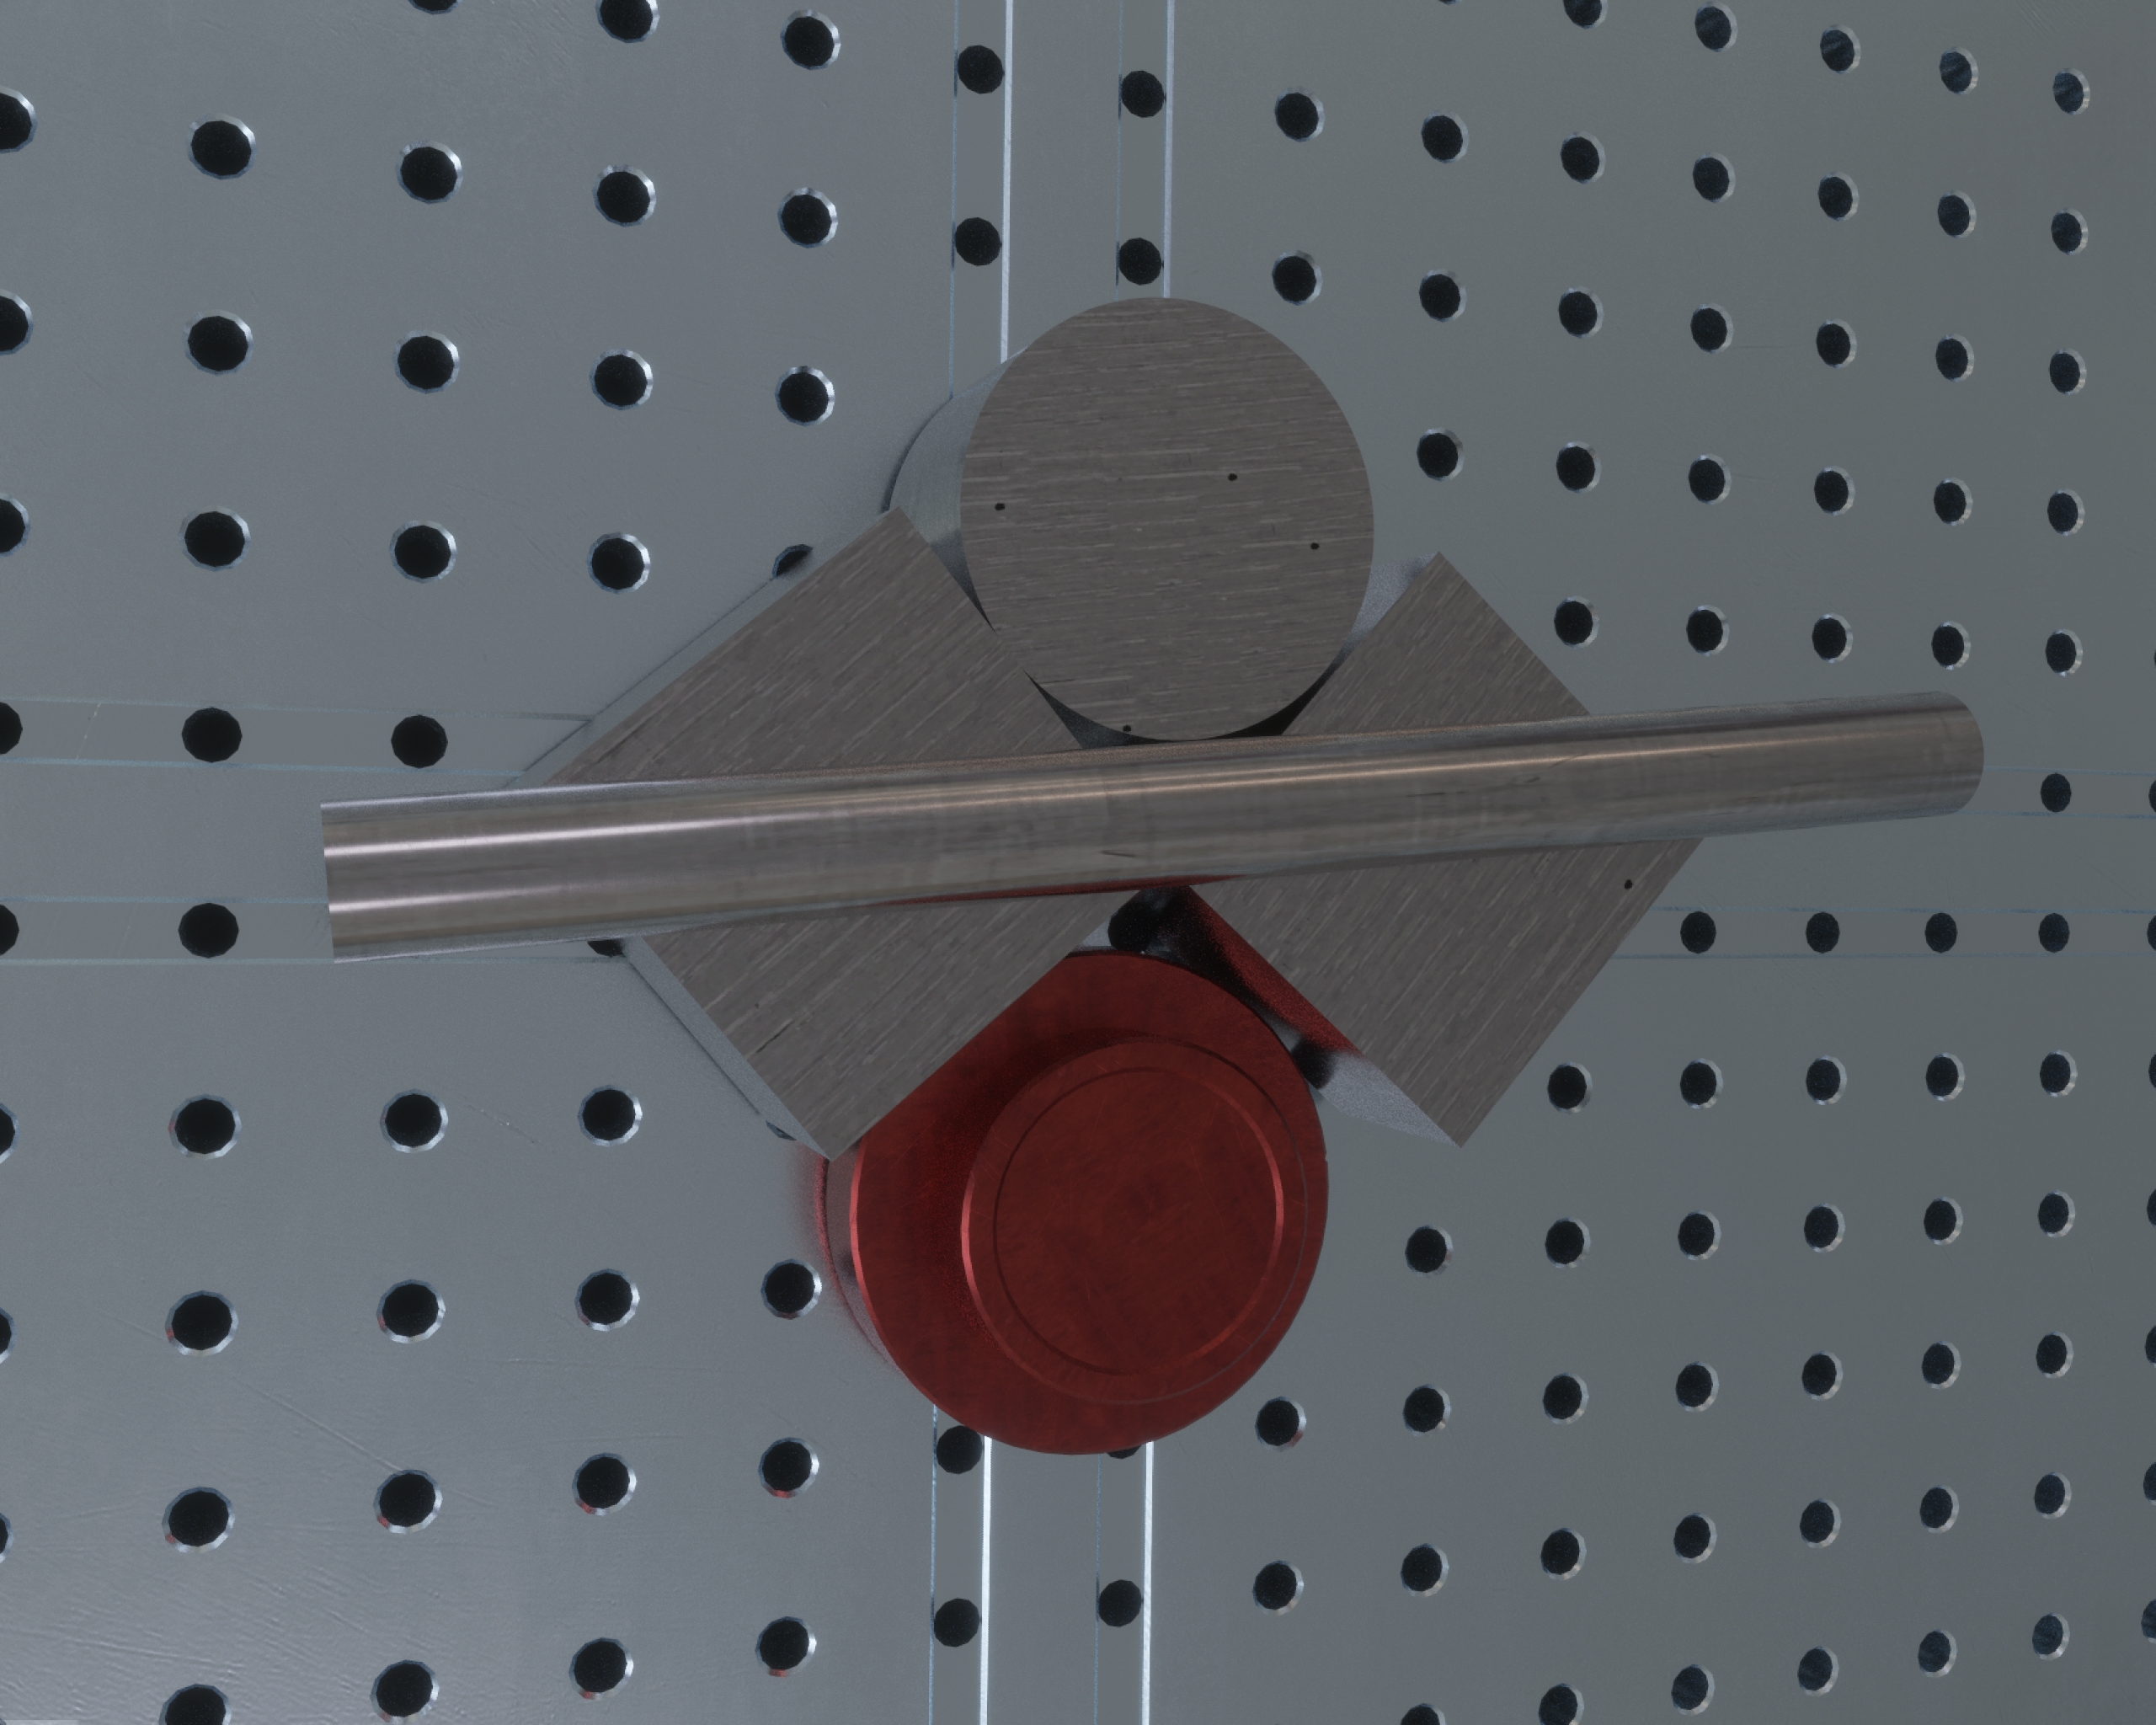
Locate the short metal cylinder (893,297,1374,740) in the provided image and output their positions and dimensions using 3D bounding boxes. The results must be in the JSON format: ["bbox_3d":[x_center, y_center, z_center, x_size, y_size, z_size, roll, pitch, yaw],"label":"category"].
[{"bbox_3d":[0.009,-0.062,0.399,0.081,0.050,0.079,0,90,-20],"label":"short metal cylinder"}]

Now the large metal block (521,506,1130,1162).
[{"bbox_3d":[-0.045,-0.006,0.379,0.080,0.050,0.080,-41,105,-16],"label":"large metal block"}]

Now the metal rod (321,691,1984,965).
[{"bbox_3d":[0.029,-0.009,0.364,0.303,0.025,0.025,-5,92,-20],"label":"metal rod"}]

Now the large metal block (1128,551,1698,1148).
[{"bbox_3d":[0.062,-0.003,0.416,0.080,0.050,0.080,44,77,-15],"label":"large metal block"}]

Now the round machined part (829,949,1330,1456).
[{"bbox_3d":[0.005,0.065,0.401,0.099,0.042,0.097,0,90,-20],"label":"round machined part"}]
